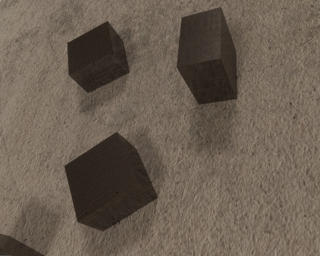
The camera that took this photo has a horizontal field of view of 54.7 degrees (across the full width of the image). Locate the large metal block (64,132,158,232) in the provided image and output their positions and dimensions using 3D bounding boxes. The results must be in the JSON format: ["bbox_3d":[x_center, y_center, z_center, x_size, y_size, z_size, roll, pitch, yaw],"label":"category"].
[{"bbox_3d":[-0.061,0.065,0.378,0.080,0.050,0.080,-33,52,6],"label":"large metal block"}]

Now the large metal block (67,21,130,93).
[{"bbox_3d":[-0.103,-0.117,0.511,0.080,0.050,0.080,-24,53,13],"label":"large metal block"}]

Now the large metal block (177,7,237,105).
[{"bbox_3d":[0.062,-0.087,0.389,0.050,0.080,0.080,-7,59,24],"label":"large metal block"}]

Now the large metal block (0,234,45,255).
[{"bbox_3d":[-0.204,0.161,0.375,0.080,0.080,0.050,10,67,32],"label":"large metal block"}]
